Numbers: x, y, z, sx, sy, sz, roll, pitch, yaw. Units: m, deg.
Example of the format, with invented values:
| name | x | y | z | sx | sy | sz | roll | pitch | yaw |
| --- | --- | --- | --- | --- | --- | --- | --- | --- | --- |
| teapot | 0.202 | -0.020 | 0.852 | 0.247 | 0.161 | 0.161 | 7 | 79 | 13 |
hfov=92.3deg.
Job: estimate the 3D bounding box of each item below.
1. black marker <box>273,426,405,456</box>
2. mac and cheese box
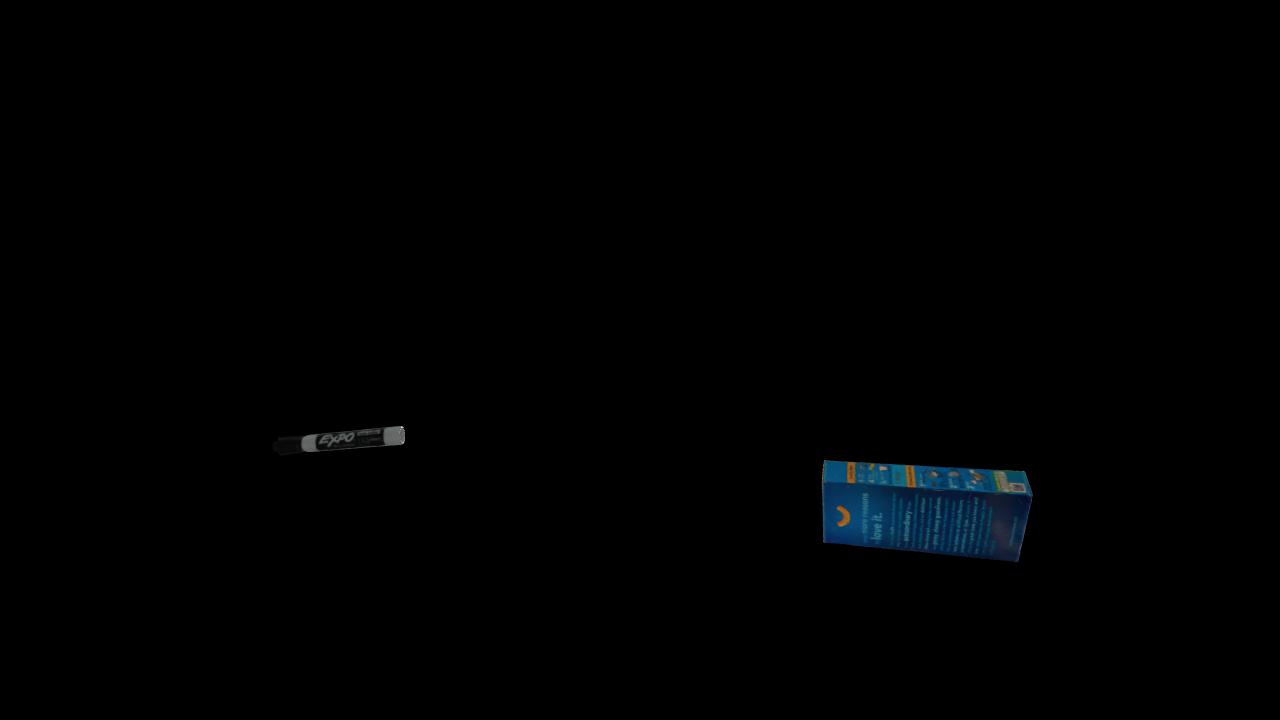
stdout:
| name | x | y | z | sx | sy | sz | roll | pitch | yaw |
| --- | --- | --- | --- | --- | --- | --- | --- | --- | --- |
| black marker | -0.294 | 0.079 | 0.601 | 0.121 | 0.020 | 0.020 | -5 | 0 | -5 |
| mac and cheese box | 0.281 | 0.151 | 0.622 | 0.184 | 0.093 | 0.041 | 1 | 34 | 19 |
